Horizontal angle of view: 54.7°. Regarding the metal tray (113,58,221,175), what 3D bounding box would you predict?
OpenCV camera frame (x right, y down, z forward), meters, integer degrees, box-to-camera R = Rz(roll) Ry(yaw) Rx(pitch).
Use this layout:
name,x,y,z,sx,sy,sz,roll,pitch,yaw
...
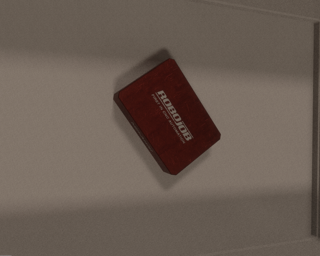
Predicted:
name,x,y,z,sx,sy,sz,roll,pitch,yaw
metal tray,0.012,-0.014,0.413,0.090,0.030,0.130,-37,102,-17
